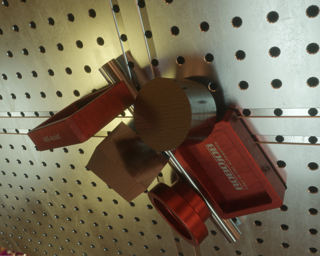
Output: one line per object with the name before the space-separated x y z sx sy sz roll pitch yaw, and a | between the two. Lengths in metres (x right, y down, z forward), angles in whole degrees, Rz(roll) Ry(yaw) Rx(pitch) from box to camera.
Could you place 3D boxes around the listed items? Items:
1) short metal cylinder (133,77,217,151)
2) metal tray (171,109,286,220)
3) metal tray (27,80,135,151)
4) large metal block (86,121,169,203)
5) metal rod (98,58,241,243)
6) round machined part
short metal cylinder | 0.016 -0.016 0.353 0.080 0.050 0.079 5 97 39
metal tray | 0.084 0.051 0.390 0.090 0.030 0.130 -28 103 37
metal tray | -0.102 -0.013 0.392 0.130 0.090 0.030 -11 115 48
large metal block | -0.047 0.049 0.422 0.080 0.050 0.080 41 147 0
metal rod | 0.019 0.038 0.419 0.025 0.025 0.299 -28 103 37
round machined part | 0.031 0.112 0.430 0.098 0.042 0.098 42 159 21
